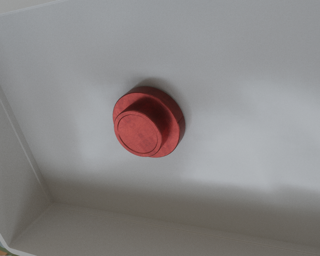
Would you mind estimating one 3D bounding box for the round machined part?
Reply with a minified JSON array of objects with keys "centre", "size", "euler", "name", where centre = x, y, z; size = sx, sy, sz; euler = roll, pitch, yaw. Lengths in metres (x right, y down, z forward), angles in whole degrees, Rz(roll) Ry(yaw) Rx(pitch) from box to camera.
[{"centre":[-0.020,-0.001,0.404],"size":[0.098,0.042,0.097],"euler":[13,124,21],"name":"round machined part"}]
